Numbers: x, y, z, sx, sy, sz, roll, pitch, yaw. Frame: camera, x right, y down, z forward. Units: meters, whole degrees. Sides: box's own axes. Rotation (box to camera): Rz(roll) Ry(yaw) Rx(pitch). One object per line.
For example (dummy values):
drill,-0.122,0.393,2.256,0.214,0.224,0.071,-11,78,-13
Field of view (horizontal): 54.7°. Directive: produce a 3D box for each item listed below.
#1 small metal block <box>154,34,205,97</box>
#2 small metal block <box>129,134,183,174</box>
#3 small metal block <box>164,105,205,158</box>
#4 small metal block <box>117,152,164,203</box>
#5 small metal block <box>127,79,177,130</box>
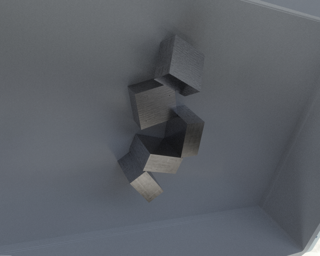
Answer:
small metal block,0.024,-0.071,0.360,0.050,0.025,0.050,24,66,-37
small metal block,-0.006,0.034,0.410,0.050,0.050,0.025,11,113,-33
small metal block,0.031,0.004,0.411,0.025,0.050,0.050,-6,121,-26
small metal block,-0.026,0.065,0.418,0.025,0.050,0.050,-38,129,-3
small metal block,-0.008,-0.032,0.384,0.050,0.025,0.050,-20,126,-17
